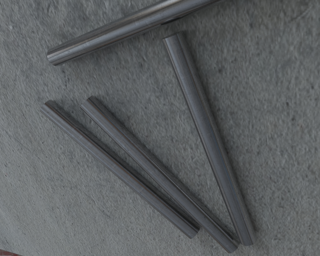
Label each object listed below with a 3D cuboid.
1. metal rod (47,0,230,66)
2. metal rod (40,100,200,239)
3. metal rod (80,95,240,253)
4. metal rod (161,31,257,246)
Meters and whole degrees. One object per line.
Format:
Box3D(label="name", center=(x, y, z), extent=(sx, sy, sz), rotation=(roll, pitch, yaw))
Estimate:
Box3D(label="metal rod", center=(-0.017, -0.118, 0.341), extent=(0.300, 0.025, 0.025), rotation=(-10, 113, 32))
Box3D(label="metal rod", center=(-0.060, 0.063, 0.475), extent=(0.300, 0.025, 0.025), rotation=(40, 129, 0))
Box3D(label="metal rod", center=(0.003, 0.069, 0.446), extent=(0.300, 0.025, 0.025), rotation=(45, 129, -4))
Box3D(label="metal rod", center=(0.069, 0.028, 0.386), extent=(0.025, 0.025, 0.299), rotation=(-10, 114, 32))
